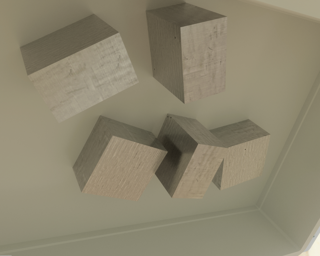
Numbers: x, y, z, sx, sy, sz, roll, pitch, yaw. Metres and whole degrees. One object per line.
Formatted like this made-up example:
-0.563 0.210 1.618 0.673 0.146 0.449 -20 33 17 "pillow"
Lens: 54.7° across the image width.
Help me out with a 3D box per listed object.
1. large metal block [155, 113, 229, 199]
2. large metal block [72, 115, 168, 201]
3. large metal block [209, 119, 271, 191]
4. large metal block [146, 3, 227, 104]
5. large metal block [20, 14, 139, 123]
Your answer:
0.033 0.037 0.416 0.050 0.080 0.079 10 113 -33 "large metal block"
-0.051 0.040 0.391 0.080 0.050 0.080 19 108 -36 "large metal block"
0.117 0.041 0.484 0.081 0.050 0.079 -15 125 -21 "large metal block"
0.028 -0.084 0.338 0.050 0.080 0.079 -19 126 -18 "large metal block"
-0.078 -0.061 0.294 0.080 0.080 0.050 -29 129 -10 "large metal block"
